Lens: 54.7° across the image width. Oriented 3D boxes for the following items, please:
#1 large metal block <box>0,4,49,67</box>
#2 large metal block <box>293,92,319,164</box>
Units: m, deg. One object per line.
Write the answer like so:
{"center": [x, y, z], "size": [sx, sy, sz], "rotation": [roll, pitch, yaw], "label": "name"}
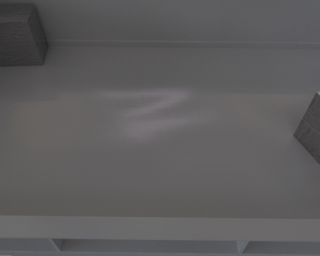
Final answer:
{"center": [-0.232, -0.145, 0.489], "size": [0.081, 0.080, 0.050], "rotation": [-3, 50, -2], "label": "large metal block"}
{"center": [0.225, -0.010, 0.379], "size": [0.081, 0.080, 0.050], "rotation": [-18, 53, -15], "label": "large metal block"}
